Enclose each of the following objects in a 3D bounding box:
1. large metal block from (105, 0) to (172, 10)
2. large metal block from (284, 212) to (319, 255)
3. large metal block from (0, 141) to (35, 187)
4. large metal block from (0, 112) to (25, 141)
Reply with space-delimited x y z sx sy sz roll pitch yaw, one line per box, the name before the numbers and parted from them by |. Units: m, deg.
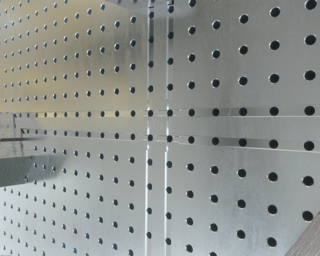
large metal block | -0.027 -0.211 0.416 0.080 0.050 0.080 10 96 39
large metal block | 0.155 0.125 0.265 0.080 0.050 0.080 40 114 33
large metal block | -0.318 0.075 0.639 0.050 0.081 0.080 44 117 31
large metal block | -0.351 0.021 0.685 0.080 0.050 0.080 52 121 27
